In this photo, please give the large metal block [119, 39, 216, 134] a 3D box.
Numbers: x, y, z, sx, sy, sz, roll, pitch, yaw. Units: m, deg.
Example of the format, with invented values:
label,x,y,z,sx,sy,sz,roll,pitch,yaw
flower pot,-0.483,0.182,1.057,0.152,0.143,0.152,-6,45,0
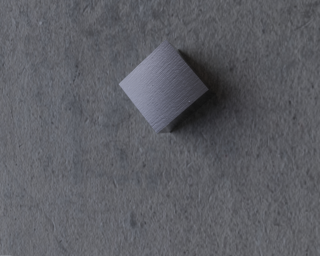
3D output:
label,x,y,z,sx,sy,sz,roll,pitch,yaw
large metal block,0.010,-0.049,0.391,0.080,0.050,0.080,-41,78,15
